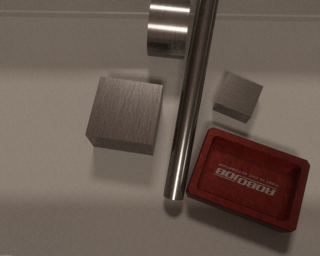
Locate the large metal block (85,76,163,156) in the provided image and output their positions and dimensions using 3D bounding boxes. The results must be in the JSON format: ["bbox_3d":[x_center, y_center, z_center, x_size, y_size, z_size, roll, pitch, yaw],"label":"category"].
[{"bbox_3d":[-0.042,-0.015,0.401,0.080,0.050,0.080,9,70,3],"label":"large metal block"}]

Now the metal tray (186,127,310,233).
[{"bbox_3d":[0.108,0.063,0.385,0.131,0.030,0.090,20,71,6],"label":"metal tray"}]

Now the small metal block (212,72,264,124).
[{"bbox_3d":[0.107,-0.041,0.426,0.050,0.025,0.050,24,72,8],"label":"small metal block"}]

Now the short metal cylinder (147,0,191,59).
[{"bbox_3d":[0.012,-0.138,0.431,0.050,0.080,0.080,7,70,2],"label":"short metal cylinder"}]

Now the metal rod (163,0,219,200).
[{"bbox_3d":[0.042,-0.062,0.373,0.025,0.025,0.298,10,93,3],"label":"metal rod"}]
